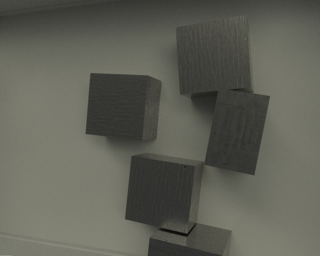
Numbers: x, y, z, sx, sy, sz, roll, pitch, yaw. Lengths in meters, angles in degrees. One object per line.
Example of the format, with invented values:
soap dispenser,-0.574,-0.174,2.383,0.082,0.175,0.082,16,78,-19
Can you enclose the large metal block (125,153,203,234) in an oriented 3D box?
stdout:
large metal block,0.007,0.079,0.394,0.080,0.050,0.079,7,92,19

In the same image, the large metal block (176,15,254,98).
large metal block,0.067,-0.081,0.373,0.080,0.050,0.080,-4,89,19

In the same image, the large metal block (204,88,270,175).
large metal block,0.087,0.002,0.348,0.050,0.080,0.079,11,94,14

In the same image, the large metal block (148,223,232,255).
large metal block,0.037,0.150,0.368,0.080,0.080,0.050,7,93,19

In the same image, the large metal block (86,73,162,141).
large metal block,-0.047,-0.028,0.413,0.080,0.050,0.079,6,92,19
